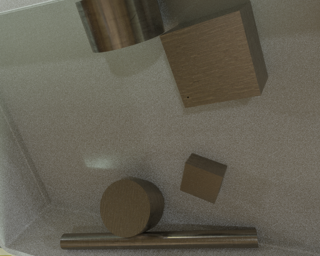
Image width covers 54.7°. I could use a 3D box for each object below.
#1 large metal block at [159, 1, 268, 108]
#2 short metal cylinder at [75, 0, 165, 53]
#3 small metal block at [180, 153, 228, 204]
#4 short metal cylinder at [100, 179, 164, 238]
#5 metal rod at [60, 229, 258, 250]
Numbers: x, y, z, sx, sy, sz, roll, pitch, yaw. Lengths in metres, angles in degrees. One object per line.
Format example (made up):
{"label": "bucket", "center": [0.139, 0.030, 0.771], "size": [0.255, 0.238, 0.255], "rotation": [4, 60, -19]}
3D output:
{"label": "large metal block", "center": [0.057, -0.072, 0.317], "size": [0.080, 0.050, 0.080], "rotation": [-8, 115, 31]}
{"label": "short metal cylinder", "center": [-0.040, -0.115, 0.322], "size": [0.080, 0.080, 0.050], "rotation": [-2, 117, 29]}
{"label": "small metal block", "center": [0.058, 0.068, 0.419], "size": [0.050, 0.025, 0.050], "rotation": [19, 126, 16]}
{"label": "short metal cylinder", "center": [-0.041, 0.117, 0.460], "size": [0.080, 0.050, 0.080], "rotation": [-4, 80, 22]}
{"label": "metal rod", "center": [-0.010, 0.169, 0.466], "size": [0.301, 0.025, 0.025], "rotation": [-6, 116, 14]}
